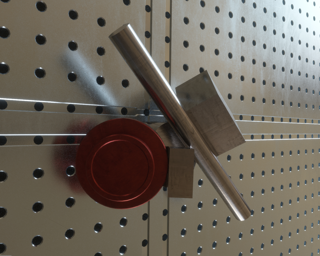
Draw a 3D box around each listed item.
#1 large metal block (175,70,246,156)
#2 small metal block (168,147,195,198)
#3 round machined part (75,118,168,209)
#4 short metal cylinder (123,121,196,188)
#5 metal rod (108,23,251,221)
[{"bbox_3d":[0.065,-0.020,0.415,0.080,0.050,0.080,54,16,-27],"label":"large metal block"},{"bbox_3d":[0.022,0.046,0.339,0.025,0.050,0.050,3,89,0],"label":"small metal block"},{"bbox_3d":[-0.040,0.038,0.327,0.099,0.042,0.097,0,93,-2],"label":"round machined part"},{"bbox_3d":[0.000,0.031,0.388,0.081,0.050,0.079,0,90,-40],"label":"short metal cylinder"},{"bbox_3d":[0.038,0.012,0.372,0.025,0.025,0.300,-51,120,-28],"label":"metal rod"}]
